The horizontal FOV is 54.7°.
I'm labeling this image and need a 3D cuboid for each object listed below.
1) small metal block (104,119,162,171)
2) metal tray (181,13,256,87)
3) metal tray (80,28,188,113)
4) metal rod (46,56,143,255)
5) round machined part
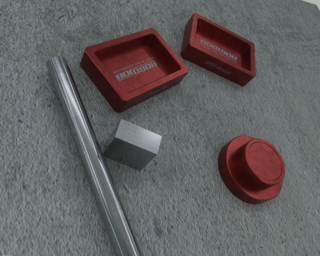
[{"bbox_3d":[-0.033,0.021,0.358,0.050,0.050,0.025,24,53,-14],"label":"small metal block"},{"bbox_3d":[0.104,-0.137,0.542,0.131,0.030,0.090,22,53,-16],"label":"metal tray"},{"bbox_3d":[-0.032,-0.086,0.436,0.131,0.030,0.090,-31,79,-38],"label":"metal tray"},{"bbox_3d":[-0.068,0.048,0.338,0.025,0.025,0.299,-13,68,-34],"label":"metal rod"},{"bbox_3d":[0.135,0.053,0.435,0.099,0.042,0.098,14,56,-21],"label":"round machined part"}]
